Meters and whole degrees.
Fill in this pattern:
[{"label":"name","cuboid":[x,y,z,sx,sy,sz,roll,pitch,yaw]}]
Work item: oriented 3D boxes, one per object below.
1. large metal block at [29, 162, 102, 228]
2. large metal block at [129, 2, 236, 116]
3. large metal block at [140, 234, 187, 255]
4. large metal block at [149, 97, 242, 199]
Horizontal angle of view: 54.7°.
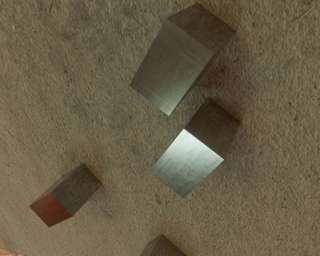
[{"label":"large metal block","cuboid":[-0.159,0.114,0.526,0.080,0.080,0.050,-31,101,38]},{"label":"large metal block","cuboid":[0.024,-0.071,0.315,0.050,0.080,0.080,38,129,3]},{"label":"large metal block","cuboid":[0.003,0.242,0.520,0.080,0.080,0.050,42,129,-1]},{"label":"large metal block","cuboid":[0.042,0.022,0.363,0.050,0.080,0.080,38,129,3]}]
